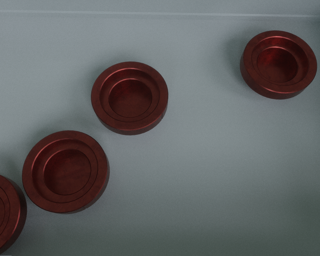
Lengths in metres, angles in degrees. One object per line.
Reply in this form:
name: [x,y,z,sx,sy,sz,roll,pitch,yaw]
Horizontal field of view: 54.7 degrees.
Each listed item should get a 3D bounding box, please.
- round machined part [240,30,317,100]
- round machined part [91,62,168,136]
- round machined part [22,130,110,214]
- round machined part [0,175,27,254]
round machined part: [0.161,-0.084,0.433,0.099,0.042,0.098,0,70,-1]
round machined part: [-0.038,-0.036,0.413,0.099,0.042,0.098,0,70,-1]
round machined part: [-0.111,0.055,0.379,0.099,0.042,0.098,0,70,-1]
round machined part: [-0.204,0.103,0.361,0.099,0.042,0.098,0,70,-1]
